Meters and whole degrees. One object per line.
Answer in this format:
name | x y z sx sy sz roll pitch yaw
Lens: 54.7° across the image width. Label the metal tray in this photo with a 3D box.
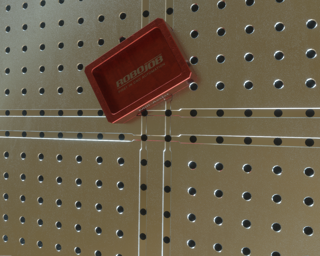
metal tray | -0.029 -0.074 0.418 0.130 0.030 0.090 -29 81 17
